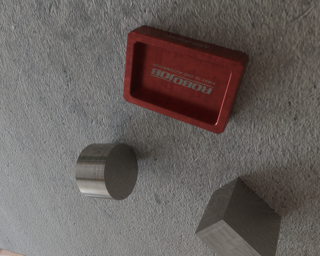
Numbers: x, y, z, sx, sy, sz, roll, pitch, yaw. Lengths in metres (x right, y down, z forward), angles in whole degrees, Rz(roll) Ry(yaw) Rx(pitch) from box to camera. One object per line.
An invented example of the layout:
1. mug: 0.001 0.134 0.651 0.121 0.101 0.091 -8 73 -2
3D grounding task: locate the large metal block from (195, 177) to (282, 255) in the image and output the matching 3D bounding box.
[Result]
1. large metal block: 0.102 0.124 0.394 0.080 0.080 0.050 44 129 -2

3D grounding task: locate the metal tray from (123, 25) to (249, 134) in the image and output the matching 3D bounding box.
1. metal tray: 0.024 -0.056 0.356 0.130 0.030 0.089 20 126 16

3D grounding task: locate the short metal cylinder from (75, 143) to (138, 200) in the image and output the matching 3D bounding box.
1. short metal cylinder: -0.075 0.062 0.449 0.050 0.080 0.080 -2 118 29
